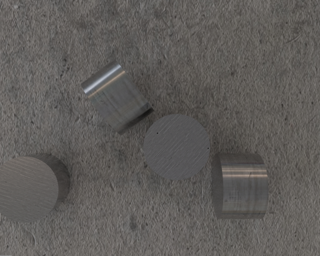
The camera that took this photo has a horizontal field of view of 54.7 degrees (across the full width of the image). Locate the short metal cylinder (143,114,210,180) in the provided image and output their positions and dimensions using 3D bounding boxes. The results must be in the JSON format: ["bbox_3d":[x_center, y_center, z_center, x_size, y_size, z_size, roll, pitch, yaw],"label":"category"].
[{"bbox_3d":[0.020,0.023,0.397,0.081,0.050,0.080,0,90,0],"label":"short metal cylinder"}]

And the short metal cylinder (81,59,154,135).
[{"bbox_3d":[-0.051,-0.038,0.382,0.050,0.080,0.080,-37,90,0],"label":"short metal cylinder"}]

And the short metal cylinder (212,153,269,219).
[{"bbox_3d":[0.096,0.071,0.383,0.050,0.080,0.080,0,90,0],"label":"short metal cylinder"}]

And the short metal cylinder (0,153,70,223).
[{"bbox_3d":[-0.162,0.074,0.396,0.081,0.050,0.080,0,90,0],"label":"short metal cylinder"}]
